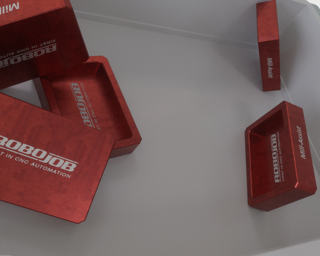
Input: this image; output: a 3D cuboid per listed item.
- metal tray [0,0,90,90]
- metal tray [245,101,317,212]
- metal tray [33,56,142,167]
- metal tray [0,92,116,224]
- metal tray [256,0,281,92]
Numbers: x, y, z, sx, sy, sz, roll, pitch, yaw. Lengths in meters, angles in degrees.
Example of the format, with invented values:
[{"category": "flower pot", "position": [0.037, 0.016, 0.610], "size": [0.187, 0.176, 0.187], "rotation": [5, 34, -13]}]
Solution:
[{"category": "metal tray", "position": [-0.144, -0.082, 0.305], "size": [0.131, 0.090, 0.030], "rotation": [-21, 72, -9]}, {"category": "metal tray", "position": [0.159, 0.038, 0.425], "size": [0.030, 0.090, 0.130], "rotation": [20, 54, -17]}, {"category": "metal tray", "position": [-0.088, -0.024, 0.369], "size": [0.091, 0.030, 0.130], "rotation": [-12, 68, -33]}, {"category": "metal tray", "position": [-0.120, 0.028, 0.297], "size": [0.131, 0.030, 0.090], "rotation": [22, 77, -13]}, {"category": "metal tray", "position": [0.186, -0.135, 0.527], "size": [0.030, 0.130, 0.090], "rotation": [-4, 57, 20]}]
